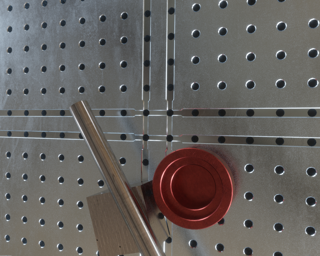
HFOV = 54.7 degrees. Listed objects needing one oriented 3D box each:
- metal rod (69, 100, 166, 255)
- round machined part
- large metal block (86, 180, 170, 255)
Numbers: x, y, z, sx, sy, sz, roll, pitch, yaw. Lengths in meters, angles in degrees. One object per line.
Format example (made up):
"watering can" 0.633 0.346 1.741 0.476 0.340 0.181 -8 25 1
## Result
"metal rod" -0.034 0.101 0.371 0.025 0.025 0.299 -32 80 17
"round machined part" 0.044 0.072 0.388 0.098 0.042 0.097 0 90 20
"large metal block" -0.042 0.119 0.414 0.080 0.050 0.080 -16 85 19
